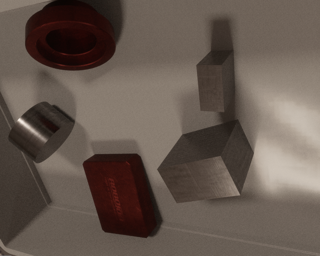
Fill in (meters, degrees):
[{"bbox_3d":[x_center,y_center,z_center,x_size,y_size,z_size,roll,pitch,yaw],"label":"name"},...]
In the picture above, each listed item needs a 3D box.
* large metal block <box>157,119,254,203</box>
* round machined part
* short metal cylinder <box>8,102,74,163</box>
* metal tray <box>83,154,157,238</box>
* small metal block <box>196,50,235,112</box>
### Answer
[{"bbox_3d":[0.056,0.039,0.367,0.080,0.080,0.050,-17,110,34],"label":"large metal block"},{"bbox_3d":[-0.103,-0.109,0.359,0.098,0.099,0.042,-22,67,36],"label":"round machined part"},{"bbox_3d":[-0.178,0.007,0.468,0.050,0.080,0.080,39,129,2],"label":"short metal cylinder"},{"bbox_3d":[-0.063,0.106,0.489,0.090,0.030,0.129,-4,108,29],"label":"metal tray"},{"bbox_3d":[0.061,-0.051,0.328,0.025,0.050,0.050,5,121,25],"label":"small metal block"}]
